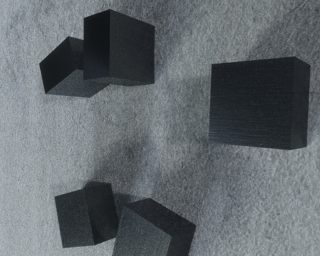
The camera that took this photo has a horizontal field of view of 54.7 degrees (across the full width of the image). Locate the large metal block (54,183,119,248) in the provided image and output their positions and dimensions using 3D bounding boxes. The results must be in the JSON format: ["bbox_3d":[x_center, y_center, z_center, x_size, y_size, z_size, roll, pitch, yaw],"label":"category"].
[{"bbox_3d":[-0.113,0.136,0.479,0.080,0.050,0.080,-21,77,37],"label":"large metal block"}]

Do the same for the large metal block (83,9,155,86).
[{"bbox_3d":[-0.053,-0.101,0.410,0.050,0.081,0.079,1,91,40],"label":"large metal block"}]

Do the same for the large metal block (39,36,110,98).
[{"bbox_3d":[-0.120,-0.087,0.465,0.080,0.081,0.050,-25,74,37],"label":"large metal block"}]

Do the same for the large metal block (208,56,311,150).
[{"bbox_3d":[0.098,-0.023,0.307,0.080,0.050,0.079,4,92,39],"label":"large metal block"}]

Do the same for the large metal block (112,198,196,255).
[{"bbox_3d":[-0.010,0.147,0.395,0.080,0.050,0.079,22,104,37],"label":"large metal block"}]
